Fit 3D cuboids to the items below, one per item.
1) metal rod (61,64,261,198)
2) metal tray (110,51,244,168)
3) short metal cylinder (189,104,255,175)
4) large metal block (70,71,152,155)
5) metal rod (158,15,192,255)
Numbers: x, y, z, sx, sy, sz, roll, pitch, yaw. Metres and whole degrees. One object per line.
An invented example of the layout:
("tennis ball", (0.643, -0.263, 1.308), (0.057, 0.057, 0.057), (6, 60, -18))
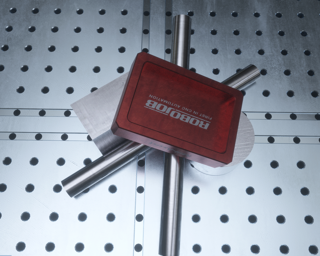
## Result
("metal rod", (0.010, -0.002, 0.413), (0.301, 0.025, 0.025), (-32, 74, -12))
("metal tray", (0.022, -0.018, 0.341), (0.131, 0.030, 0.090), (19, 70, -13))
("short metal cylinder", (0.072, 0.016, 0.392), (0.081, 0.050, 0.080), (0, 70, 0))
("large metal block", (-0.054, -0.014, 0.386), (0.080, 0.080, 0.050), (-32, 74, -11))
("metal rod", (0.020, 0.000, 0.388), (0.025, 0.025, 0.299), (4, 79, 1))
